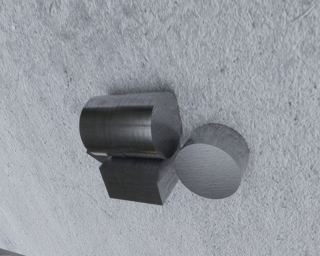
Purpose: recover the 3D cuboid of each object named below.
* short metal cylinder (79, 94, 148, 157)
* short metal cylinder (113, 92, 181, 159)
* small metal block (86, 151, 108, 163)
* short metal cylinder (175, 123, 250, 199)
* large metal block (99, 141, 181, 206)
[{"bbox_3d":[-0.058,-0.003,0.402,0.050,0.080,0.080,1,119,28],"label":"short metal cylinder"},{"bbox_3d":[-0.013,-0.003,0.378,0.050,0.080,0.080,1,119,28],"label":"short metal cylinder"},{"bbox_3d":[-0.078,0.028,0.468,0.050,0.025,0.050,33,129,6],"label":"small metal block"},{"bbox_3d":[0.065,0.040,0.382,0.080,0.050,0.079,13,124,21],"label":"short metal cylinder"},{"bbox_3d":[-0.021,0.054,0.418,0.080,0.080,0.050,1,119,28],"label":"large metal block"}]
